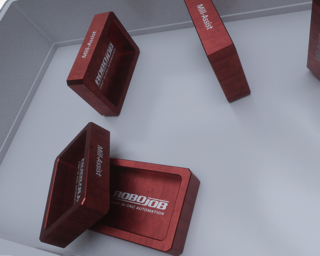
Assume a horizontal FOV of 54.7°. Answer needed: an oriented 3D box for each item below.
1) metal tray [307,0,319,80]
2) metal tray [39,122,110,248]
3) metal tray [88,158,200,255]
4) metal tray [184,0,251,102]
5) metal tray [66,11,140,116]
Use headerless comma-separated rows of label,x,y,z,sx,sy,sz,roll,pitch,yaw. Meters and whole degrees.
metal tray,0.191,-0.104,0.296,0.090,0.130,0.030,-36,63,9
metal tray,-0.100,0.065,0.377,0.090,0.030,0.130,-42,34,25
metal tray,-0.027,0.086,0.363,0.130,0.030,0.090,4,64,30
metal tray,0.071,-0.108,0.393,0.030,0.090,0.130,-23,53,14
metal tray,-0.079,-0.095,0.463,0.030,0.090,0.130,0,62,28
